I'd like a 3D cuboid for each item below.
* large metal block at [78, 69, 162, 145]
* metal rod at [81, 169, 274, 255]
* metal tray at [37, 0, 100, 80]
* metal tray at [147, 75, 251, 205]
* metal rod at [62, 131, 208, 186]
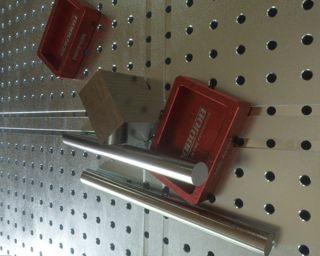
[{"bbox_3d":[-0.049,-0.026,0.411,0.050,0.081,0.080,-41,65,32],"label":"large metal block"},{"bbox_3d":[-0.004,0.099,0.410,0.300,0.025,0.025,10,96,39],"label":"metal rod"},{"bbox_3d":[-0.162,-0.161,0.536,0.090,0.030,0.129,43,116,31],"label":"metal tray"},{"bbox_3d":[0.039,0.013,0.371,0.090,0.030,0.129,32,109,35],"label":"metal tray"},{"bbox_3d":[-0.059,0.032,0.425,0.300,0.025,0.025,8,96,48],"label":"metal rod"}]
